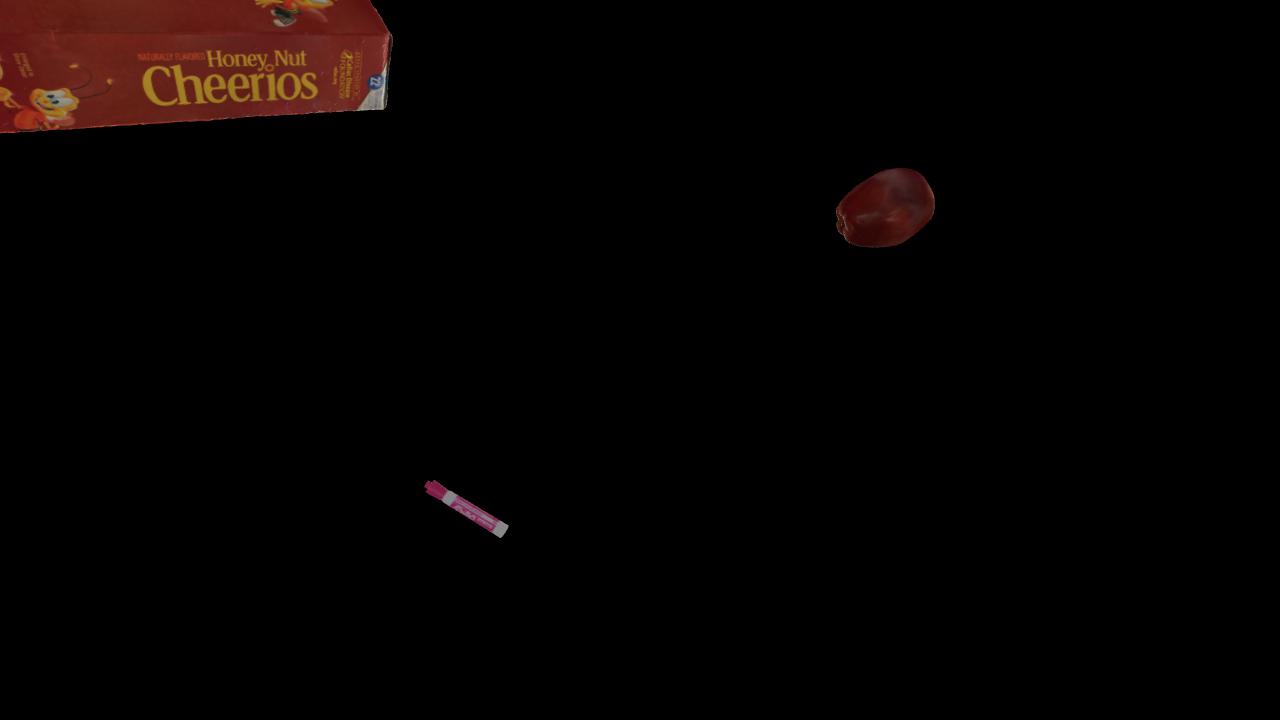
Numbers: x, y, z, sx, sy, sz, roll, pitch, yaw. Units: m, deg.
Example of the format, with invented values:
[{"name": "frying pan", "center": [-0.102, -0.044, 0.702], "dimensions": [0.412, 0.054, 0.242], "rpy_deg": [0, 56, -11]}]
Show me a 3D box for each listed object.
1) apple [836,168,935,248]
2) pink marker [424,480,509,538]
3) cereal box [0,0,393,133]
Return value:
[{"name": "apple", "center": [0.248, -0.152, 0.621], "dimensions": [0.093, 0.079, 0.079], "rpy_deg": [-14, -1, 3]}, {"name": "pink marker", "center": [-0.228, 0.194, 0.805], "dimensions": [0.121, 0.020, 0.020], "rpy_deg": [34, -5, -8]}, {"name": "cereal box", "center": [-0.352, -0.249, 0.403], "dimensions": [0.306, 0.203, 0.081], "rpy_deg": [-23, -18, -37]}]
